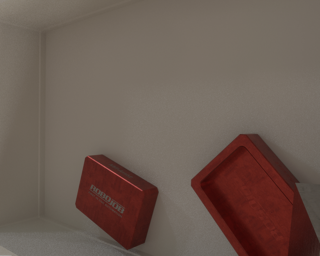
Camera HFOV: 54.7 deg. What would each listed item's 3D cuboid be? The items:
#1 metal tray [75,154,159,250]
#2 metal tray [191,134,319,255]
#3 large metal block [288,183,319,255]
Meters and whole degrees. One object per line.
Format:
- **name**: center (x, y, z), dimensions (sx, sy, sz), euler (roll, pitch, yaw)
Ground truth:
- **metal tray**: center (-0.069, 0.104, 0.458), dimensions (0.130, 0.030, 0.089), euler (24, 105, 37)
- **metal tray**: center (0.101, 0.081, 0.318), dimensions (0.090, 0.030, 0.130), euler (-49, 61, 28)
- **large metal block**: center (0.126, 0.095, 0.220), dimensions (0.050, 0.080, 0.079), euler (2, 107, 13)
